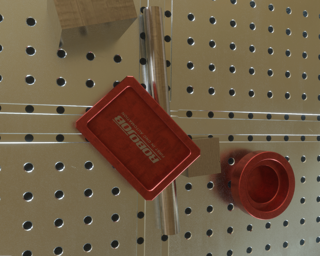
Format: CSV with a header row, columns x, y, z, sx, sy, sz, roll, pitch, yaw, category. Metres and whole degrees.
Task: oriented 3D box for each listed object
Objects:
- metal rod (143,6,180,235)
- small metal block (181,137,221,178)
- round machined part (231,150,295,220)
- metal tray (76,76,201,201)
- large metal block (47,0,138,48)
x,y,z,sx,sy,sz,roll,pitch,yaw,category
0.002,-0.008,0.414,0.025,0.025,0.298,-5,92,-20,metal rod
0.056,0.040,0.435,0.050,0.025,0.050,-4,92,-20,small metal block
0.147,0.082,0.460,0.099,0.042,0.097,0,90,-21,round machined part
-0.026,0.013,0.382,0.090,0.030,0.130,-43,96,-4,metal tray
-0.081,-0.132,0.354,0.081,0.080,0.050,-17,96,-20,large metal block
